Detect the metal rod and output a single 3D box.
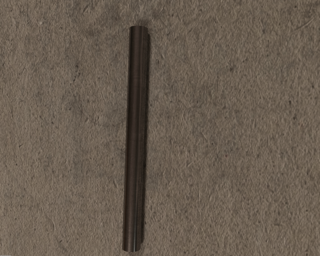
[{"bbox_3d":[-0.034,0.015,0.419,0.025,0.025,0.298,2,91,19],"label":"metal rod"}]
